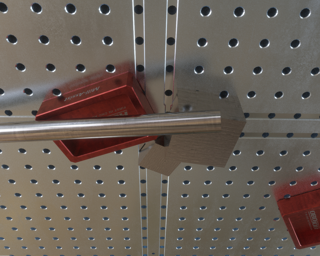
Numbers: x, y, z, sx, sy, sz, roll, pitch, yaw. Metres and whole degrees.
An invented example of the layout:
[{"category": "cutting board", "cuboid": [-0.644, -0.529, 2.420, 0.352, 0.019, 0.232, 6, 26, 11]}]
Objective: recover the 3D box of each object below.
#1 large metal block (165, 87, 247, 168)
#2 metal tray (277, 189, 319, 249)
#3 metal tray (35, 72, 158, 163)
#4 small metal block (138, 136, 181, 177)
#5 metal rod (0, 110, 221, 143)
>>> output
[{"category": "large metal block", "cuboid": [0.053, 0.001, 0.397, 0.081, 0.050, 0.079, 8, 130, -8]}, {"category": "metal tray", "cuboid": [0.272, 0.165, 0.552, 0.090, 0.030, 0.130, -22, 127, 17]}, {"category": "metal tray", "cuboid": [-0.077, -0.009, 0.399, 0.130, 0.030, 0.090, -17, 129, 13]}, {"category": "small metal block", "cuboid": [0.003, 0.038, 0.444, 0.050, 0.025, 0.050, 23, 126, -19]}, {"category": "metal rod", "cuboid": [-0.083, 0.000, 0.360, 0.301, 0.025, 0.025, -3, 131, 10]}]
